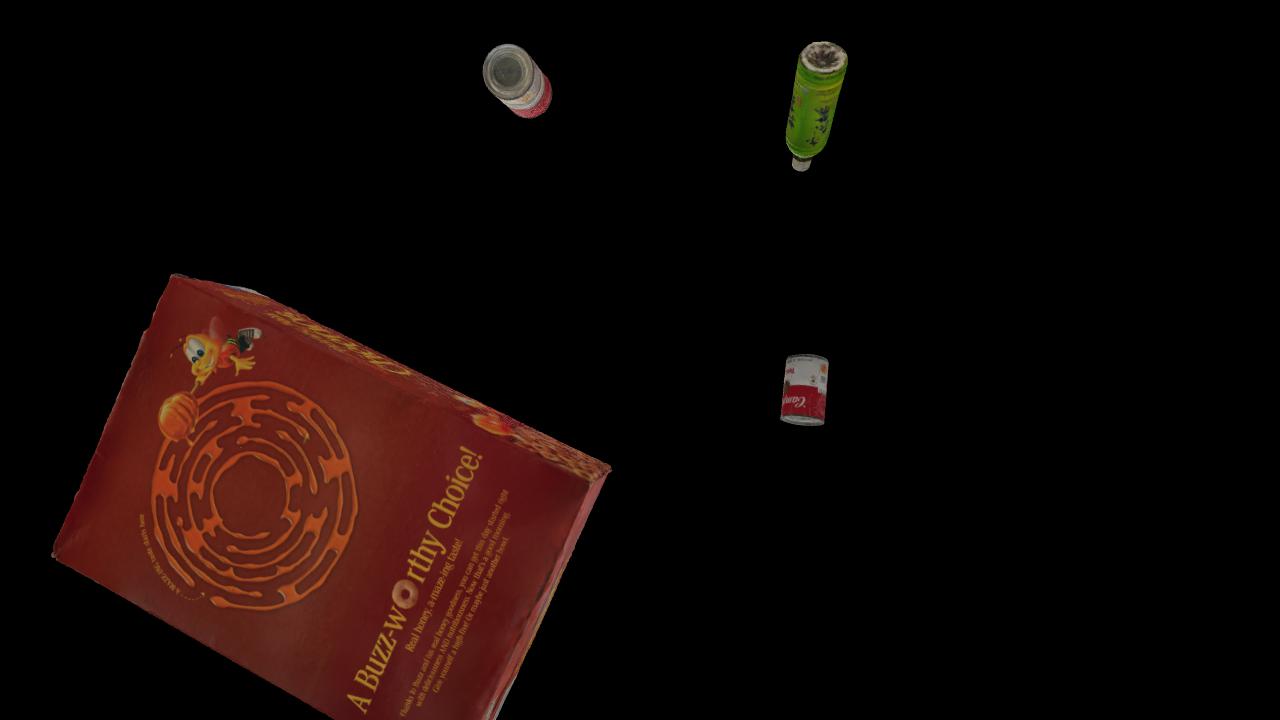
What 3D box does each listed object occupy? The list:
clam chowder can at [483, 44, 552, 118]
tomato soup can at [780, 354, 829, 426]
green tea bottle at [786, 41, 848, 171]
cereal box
[{"bbox_3d":[-0.159,-0.363,0.807,0.068,0.068,0.102,0,9,4],"label":"clam chowder can"},{"bbox_3d":[0.259,0.047,0.965,0.068,0.101,0.068,9,-15,2],"label":"tomato soup can"},{"bbox_3d":[0.266,-0.378,0.952,0.073,0.073,0.212,0,-26,7],"label":"green tea bottle"},{"bbox_3d":[-0.199,0.097,0.405,0.306,0.203,0.081,24,2,8],"label":"cereal box"}]
